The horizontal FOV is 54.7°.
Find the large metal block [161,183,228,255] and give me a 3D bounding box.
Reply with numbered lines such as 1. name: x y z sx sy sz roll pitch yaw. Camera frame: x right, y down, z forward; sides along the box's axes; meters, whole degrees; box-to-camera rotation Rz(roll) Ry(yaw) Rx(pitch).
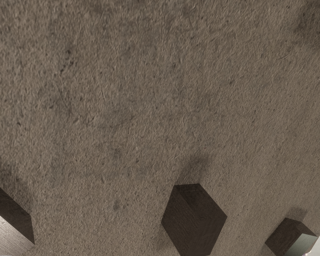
1. large metal block: 0.051 0.146 0.492 0.050 0.080 0.079 2 117 -30

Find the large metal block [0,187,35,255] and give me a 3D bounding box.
1. large metal block: -0.204 0.118 0.352 0.080 0.050 0.080 -31 129 -9

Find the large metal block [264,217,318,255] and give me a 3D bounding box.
1. large metal block: 0.308 0.263 0.726 0.080 0.050 0.080 24 106 -37
